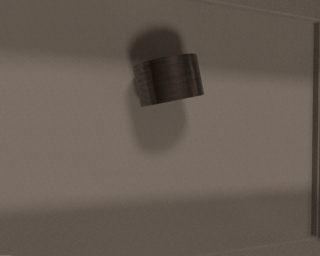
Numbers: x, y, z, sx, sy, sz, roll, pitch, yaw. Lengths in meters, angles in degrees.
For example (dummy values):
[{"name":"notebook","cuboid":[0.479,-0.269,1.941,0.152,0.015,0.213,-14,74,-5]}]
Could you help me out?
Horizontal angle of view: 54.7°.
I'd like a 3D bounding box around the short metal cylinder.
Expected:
[{"name":"short metal cylinder","cuboid":[0.011,-0.058,0.386,0.081,0.080,0.050,-13,95,-20]}]
